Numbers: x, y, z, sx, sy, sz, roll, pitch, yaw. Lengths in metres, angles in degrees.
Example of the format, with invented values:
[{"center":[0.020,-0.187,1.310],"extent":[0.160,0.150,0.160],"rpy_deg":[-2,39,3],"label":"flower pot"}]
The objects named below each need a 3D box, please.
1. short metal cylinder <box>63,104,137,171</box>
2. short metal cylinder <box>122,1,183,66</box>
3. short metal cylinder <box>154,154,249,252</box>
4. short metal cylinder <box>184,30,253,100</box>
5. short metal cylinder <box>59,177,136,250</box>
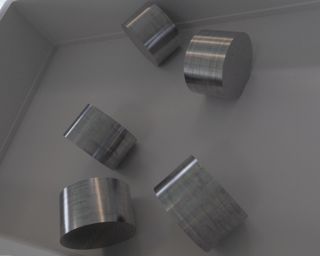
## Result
[{"center":[-0.077,0.013,0.403],"extent":[0.080,0.080,0.050],"rpy_deg":[29,78,37],"label":"short metal cylinder"},{"center":[-0.011,-0.139,0.462],"extent":[0.050,0.080,0.080],"rpy_deg":[-42,51,-1],"label":"short metal cylinder"},{"center":[0.039,0.072,0.305],"extent":[0.050,0.080,0.080],"rpy_deg":[-42,51,0],"label":"short metal cylinder"},{"center":[0.073,-0.078,0.380],"extent":[0.050,0.080,0.080],"rpy_deg":[17,71,35],"label":"short metal cylinder"},{"center":[-0.071,0.097,0.348],"extent":[0.080,0.080,0.050],"rpy_deg":[-25,53,13],"label":"short metal cylinder"}]
